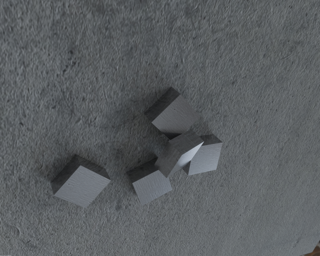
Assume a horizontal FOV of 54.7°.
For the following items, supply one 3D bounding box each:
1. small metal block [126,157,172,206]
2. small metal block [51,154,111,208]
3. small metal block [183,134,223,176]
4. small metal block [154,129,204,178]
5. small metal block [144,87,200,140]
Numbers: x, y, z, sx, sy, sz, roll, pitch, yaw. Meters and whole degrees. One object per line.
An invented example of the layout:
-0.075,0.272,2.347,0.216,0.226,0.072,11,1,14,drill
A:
-0.015,0.077,0.446,0.050,0.025,0.050,-26,128,-12,small metal block
-0.100,0.068,0.394,0.050,0.025,0.050,-48,129,6,small metal block
0.062,0.040,0.465,0.050,0.025,0.050,-8,122,-25,small metal block
0.026,0.034,0.419,0.050,0.025,0.050,-25,153,-45,small metal block
0.016,-0.017,0.405,0.050,0.025,0.050,-44,129,2,small metal block
